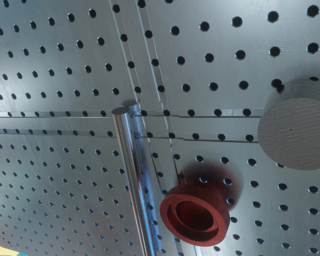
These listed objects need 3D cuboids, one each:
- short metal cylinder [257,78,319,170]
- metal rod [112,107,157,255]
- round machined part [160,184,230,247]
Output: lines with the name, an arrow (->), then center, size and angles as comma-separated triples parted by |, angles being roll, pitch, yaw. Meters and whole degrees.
short metal cylinder -> 0.145, -0.004, 0.316 | 0.080, 0.050, 0.079 | 13, 124, 21
metal rod -> -0.036, 0.106, 0.495 | 0.025, 0.025, 0.298 | 6, 122, 25
round machined part -> 0.053, 0.120, 0.447 | 0.098, 0.042, 0.097 | 13, 124, 21
